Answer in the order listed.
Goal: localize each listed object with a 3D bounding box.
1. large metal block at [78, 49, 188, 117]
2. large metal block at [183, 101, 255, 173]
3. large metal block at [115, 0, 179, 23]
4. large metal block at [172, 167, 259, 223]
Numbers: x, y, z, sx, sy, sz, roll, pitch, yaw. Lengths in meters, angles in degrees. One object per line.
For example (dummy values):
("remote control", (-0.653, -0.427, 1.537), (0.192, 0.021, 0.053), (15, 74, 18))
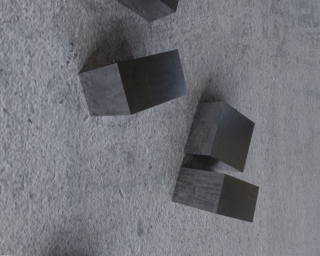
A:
("large metal block", (-0.030, -0.049, 0.343), (0.081, 0.080, 0.050), (-23, 105, -38))
("large metal block", (0.090, 0.014, 0.464), (0.080, 0.050, 0.080), (28, 73, -37))
("large metal block", (-0.018, -0.188, 0.373), (0.080, 0.050, 0.080), (20, 77, -38))
("large metal block", (0.078, 0.093, 0.434), (0.080, 0.080, 0.050), (24, 75, -38))
